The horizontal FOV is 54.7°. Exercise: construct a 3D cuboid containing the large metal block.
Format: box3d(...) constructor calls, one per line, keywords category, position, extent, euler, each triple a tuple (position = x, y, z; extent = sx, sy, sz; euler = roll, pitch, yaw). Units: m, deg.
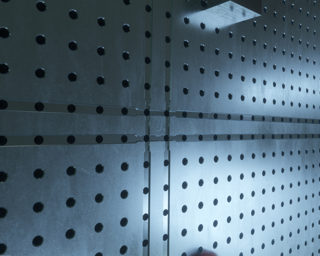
box3d(category="large metal block", position=(0.117, -0.222, 0.490), extent=(0.081, 0.050, 0.080), euler=(2, 89, -40))
